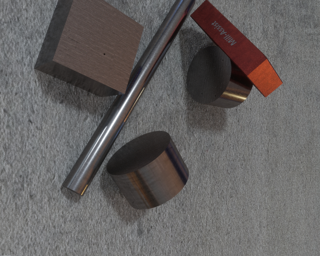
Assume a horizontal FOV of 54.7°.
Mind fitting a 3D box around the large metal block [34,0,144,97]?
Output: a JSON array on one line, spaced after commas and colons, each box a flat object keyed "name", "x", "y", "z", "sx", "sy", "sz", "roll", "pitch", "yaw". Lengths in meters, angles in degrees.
[{"name": "large metal block", "x": -0.073, "y": -0.086, "z": 0.327, "sx": 0.080, "sy": 0.050, "sz": 0.080, "roll": 23, "pitch": 76, "yaw": -38}]

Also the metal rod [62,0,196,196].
[{"name": "metal rod", "x": -0.027, "y": -0.057, "z": 0.381, "sx": 0.025, "sy": 0.025, "sz": 0.300, "roll": 42, "pitch": 65, "yaw": -32}]

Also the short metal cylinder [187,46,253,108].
[{"name": "short metal cylinder", "x": 0.084, "y": -0.070, "z": 0.439, "sx": 0.050, "sy": 0.080, "sz": 0.080, "roll": 6, "pitch": 86, "yaw": -40}]

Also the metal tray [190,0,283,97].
[{"name": "metal tray", "x": 0.103, "y": -0.107, "z": 0.419, "sx": 0.030, "sy": 0.130, "sz": 0.090, "roll": -43, "pitch": 147, "yaw": 17}]

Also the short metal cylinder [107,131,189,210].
[{"name": "short metal cylinder", "x": -0.014, "y": 0.047, "z": 0.358, "sx": 0.080, "sy": 0.080, "sz": 0.050, "roll": -43, "pitch": 116, "yaw": -32}]
